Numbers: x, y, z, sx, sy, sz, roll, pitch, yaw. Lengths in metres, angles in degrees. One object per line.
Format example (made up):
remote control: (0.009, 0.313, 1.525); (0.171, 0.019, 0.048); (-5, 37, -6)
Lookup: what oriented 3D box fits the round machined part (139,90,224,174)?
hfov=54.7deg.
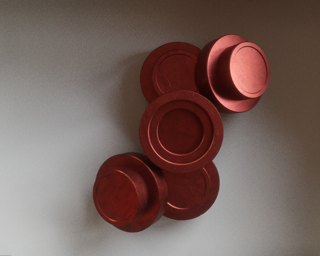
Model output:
round machined part: (0.025, 0.005, 0.380); (0.099, 0.042, 0.097); (0, 90, -1)

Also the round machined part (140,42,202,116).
round machined part: (0.023, -0.063, 0.401); (0.099, 0.042, 0.097); (0, 90, -1)

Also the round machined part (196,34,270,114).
round machined part: (0.096, -0.068, 0.381); (0.099, 0.042, 0.097); (2, 87, -31)

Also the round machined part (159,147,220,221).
round machined part: (0.029, 0.072, 0.402); (0.099, 0.042, 0.097); (0, 90, -1)

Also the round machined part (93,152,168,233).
round machined part: (-0.043, 0.081, 0.380); (0.098, 0.042, 0.097); (2, 95, 29)
